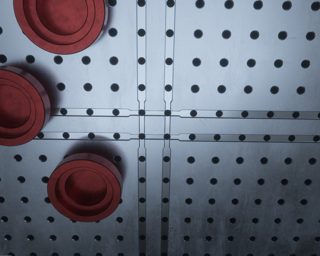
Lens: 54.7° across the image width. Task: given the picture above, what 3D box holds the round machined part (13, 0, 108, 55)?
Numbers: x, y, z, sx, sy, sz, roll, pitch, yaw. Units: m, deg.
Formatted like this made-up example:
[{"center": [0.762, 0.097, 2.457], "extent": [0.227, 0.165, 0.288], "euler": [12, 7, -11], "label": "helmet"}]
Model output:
[{"center": [-0.109, -0.136, 0.353], "extent": [0.099, 0.042, 0.097], "euler": [0, 110, -1], "label": "round machined part"}]

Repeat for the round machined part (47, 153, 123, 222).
[{"center": [-0.101, 0.078, 0.432], "extent": [0.099, 0.042, 0.097], "euler": [0, 110, -1], "label": "round machined part"}]

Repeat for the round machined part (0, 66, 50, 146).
[{"center": [-0.188, -0.030, 0.391], "extent": [0.099, 0.042, 0.097], "euler": [0, 110, -1], "label": "round machined part"}]
